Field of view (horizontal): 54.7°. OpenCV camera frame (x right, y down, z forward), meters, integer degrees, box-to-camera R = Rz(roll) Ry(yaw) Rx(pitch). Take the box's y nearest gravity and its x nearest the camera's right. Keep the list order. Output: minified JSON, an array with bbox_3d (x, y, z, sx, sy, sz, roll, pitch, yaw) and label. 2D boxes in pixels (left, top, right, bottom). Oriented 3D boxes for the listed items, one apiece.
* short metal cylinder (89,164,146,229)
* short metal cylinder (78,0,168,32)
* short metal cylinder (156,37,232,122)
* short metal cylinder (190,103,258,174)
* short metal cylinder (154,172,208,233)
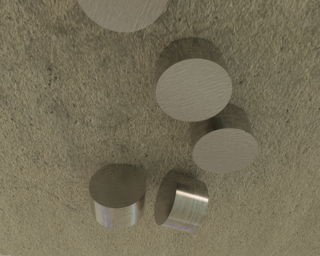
[{"bbox_3d":[-0.061,0.099,0.455,0.081,0.080,0.050,3,130,-2],"label":"short metal cylinder"},{"bbox_3d":[-0.032,-0.134,0.276,0.081,0.050,0.079,0,130,0],"label":"short metal cylinder"},{"bbox_3d":[0.036,-0.053,0.346,0.081,0.050,0.079,0,130,0],"label":"short metal cylinder"},{"bbox_3d":[0.081,0.014,0.404,0.081,0.050,0.079,0,130,0],"label":"short metal cylinder"},{"bbox_3d":[0.030,0.111,0.466,0.050,0.080,0.079,19,128,-15],"label":"short metal cylinder"}]
